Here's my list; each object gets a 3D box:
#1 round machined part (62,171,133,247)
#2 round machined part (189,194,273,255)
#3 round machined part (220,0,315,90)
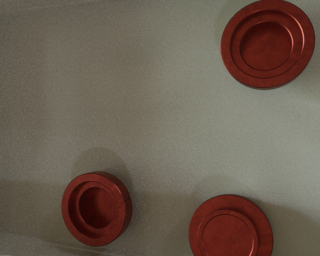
[{"bbox_3d":[-0.082,0.108,0.429,0.098,0.042,0.097,0,90,19],"label":"round machined part"},{"bbox_3d":[0.081,0.129,0.365,0.098,0.042,0.097,-3,80,18],"label":"round machined part"},{"bbox_3d":[0.122,-0.092,0.358,0.098,0.042,0.097,0,90,19],"label":"round machined part"}]
